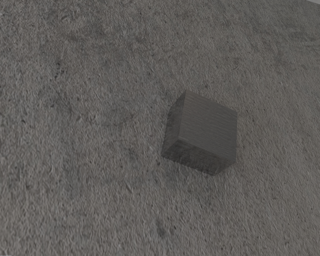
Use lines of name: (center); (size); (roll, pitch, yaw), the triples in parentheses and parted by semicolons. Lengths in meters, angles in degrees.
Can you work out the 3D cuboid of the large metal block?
large metal block: (0.053, 0.007, 0.412); (0.080, 0.050, 0.080); (22, 54, -15)
